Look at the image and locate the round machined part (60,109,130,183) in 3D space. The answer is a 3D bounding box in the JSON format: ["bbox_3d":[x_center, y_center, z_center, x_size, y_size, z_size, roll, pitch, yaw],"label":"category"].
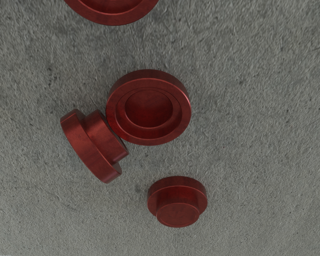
[{"bbox_3d":[-0.074,0.016,0.378,0.042,0.098,0.098,-35,126,-3],"label":"round machined part"}]

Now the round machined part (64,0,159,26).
[{"bbox_3d":[-0.043,-0.145,0.272,0.099,0.042,0.097,0,130,0],"label":"round machined part"}]

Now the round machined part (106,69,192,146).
[{"bbox_3d":[-0.013,-0.028,0.371,0.099,0.042,0.097,-1,130,-1],"label":"round machined part"}]

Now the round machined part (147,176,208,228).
[{"bbox_3d":[0.028,0.126,0.503,0.099,0.042,0.097,0,130,0],"label":"round machined part"}]
